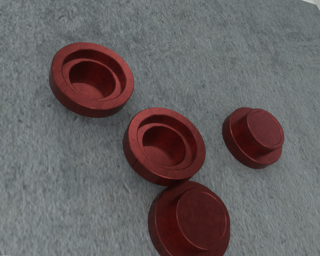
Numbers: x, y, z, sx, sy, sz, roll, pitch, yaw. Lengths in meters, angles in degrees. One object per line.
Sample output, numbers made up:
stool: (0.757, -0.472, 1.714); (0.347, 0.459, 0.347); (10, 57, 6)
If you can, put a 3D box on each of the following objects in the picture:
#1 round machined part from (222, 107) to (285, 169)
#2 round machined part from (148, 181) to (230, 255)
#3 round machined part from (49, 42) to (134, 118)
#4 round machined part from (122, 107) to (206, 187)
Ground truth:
round machined part: (0.148, 0.009, 0.469); (0.099, 0.042, 0.098); (14, 56, -21)
round machined part: (0.039, 0.106, 0.351); (0.099, 0.042, 0.098); (14, 56, -21)
round machined part: (-0.085, -0.054, 0.381); (0.099, 0.042, 0.098); (14, 56, -21)
round machined part: (0.002, 0.026, 0.375); (0.099, 0.042, 0.098); (14, 51, -17)
